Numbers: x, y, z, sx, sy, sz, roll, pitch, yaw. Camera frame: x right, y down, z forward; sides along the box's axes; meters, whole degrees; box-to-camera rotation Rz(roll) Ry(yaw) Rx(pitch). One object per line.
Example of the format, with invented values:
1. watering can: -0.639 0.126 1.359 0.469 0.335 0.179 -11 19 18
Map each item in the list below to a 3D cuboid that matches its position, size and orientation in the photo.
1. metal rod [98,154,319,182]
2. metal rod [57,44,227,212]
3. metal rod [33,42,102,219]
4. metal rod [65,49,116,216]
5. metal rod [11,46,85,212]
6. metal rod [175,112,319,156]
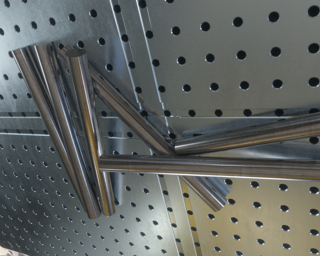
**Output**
1. metal rod: 0.061 0.048 0.385 0.301 0.025 0.025 0 119 20
2. metal rod: -0.022 0.002 0.424 0.300 0.025 0.025 45 129 -3
3. metal rod: -0.138 0.019 0.487 0.025 0.025 0.298 3 117 27
4. metal rod: -0.095 0.029 0.459 0.025 0.025 0.298 14 131 20
5. metal rod: -0.165 0.016 0.509 0.025 0.025 0.299 -2 118 29
6. metal rod: 0.149 0.000 0.332 0.300 0.025 0.025 -13 112 33
